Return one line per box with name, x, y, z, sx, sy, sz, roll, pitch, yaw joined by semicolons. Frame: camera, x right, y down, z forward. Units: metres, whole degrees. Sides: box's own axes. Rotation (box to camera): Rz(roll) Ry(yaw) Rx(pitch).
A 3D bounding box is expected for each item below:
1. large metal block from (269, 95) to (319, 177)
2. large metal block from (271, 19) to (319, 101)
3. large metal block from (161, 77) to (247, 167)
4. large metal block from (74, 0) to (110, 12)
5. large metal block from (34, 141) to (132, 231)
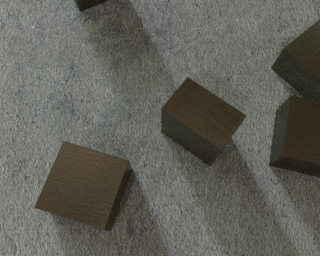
large metal block;0.191;0.013;0.391;0.080;0.050;0.080;13;71;5
large metal block;0.220;-0.092;0.430;0.080;0.050;0.080;-39;75;-13
large metal block;0.049;-0.004;0.381;0.080;0.080;0.050;36;74;12
large metal block;-0.109;-0.242;0.482;0.080;0.050;0.080;-27;72;-9
large metal block;-0.086;0.070;0.369;0.080;0.050;0.080;16;71;5
